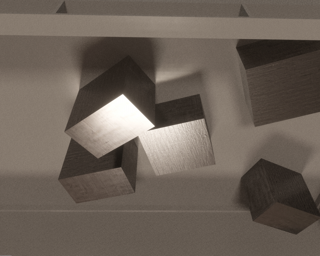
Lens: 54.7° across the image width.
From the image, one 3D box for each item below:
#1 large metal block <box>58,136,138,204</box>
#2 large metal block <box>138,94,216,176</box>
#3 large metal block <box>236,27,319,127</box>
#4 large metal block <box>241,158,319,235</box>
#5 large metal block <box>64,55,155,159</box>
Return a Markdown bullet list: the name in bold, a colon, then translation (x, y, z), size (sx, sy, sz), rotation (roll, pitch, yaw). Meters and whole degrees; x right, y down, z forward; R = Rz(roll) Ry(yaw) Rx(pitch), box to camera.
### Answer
- **large metal block**: translation (-0.077, 0.046, 0.411), size (0.080, 0.080, 0.050), rotation (-12, 129, 10)
- **large metal block**: translation (0.023, 0.011, 0.402), size (0.080, 0.050, 0.080), rotation (-13, 129, 10)
- **large metal block**: translation (0.137, -0.055, 0.348), size (0.080, 0.050, 0.080), rotation (-14, 129, 11)
- **large metal block**: translation (0.177, 0.102, 0.463), size (0.080, 0.080, 0.050), rotation (21, 127, -18)
- **large metal block**: translation (-0.053, -0.025, 0.351), size (0.080, 0.080, 0.050), rotation (-29, 124, 22)
